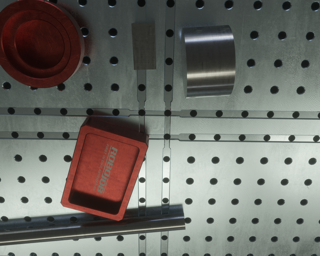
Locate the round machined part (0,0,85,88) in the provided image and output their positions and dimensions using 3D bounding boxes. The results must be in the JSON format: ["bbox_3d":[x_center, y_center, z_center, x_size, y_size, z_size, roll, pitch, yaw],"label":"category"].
[{"bbox_3d":[-0.138,-0.100,0.366,0.099,0.042,0.097,0,110,-1],"label":"round machined part"}]

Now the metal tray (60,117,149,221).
[{"bbox_3d":[-0.077,0.060,0.431,0.091,0.030,0.129,17,109,-7],"label":"metal tray"}]

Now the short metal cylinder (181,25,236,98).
[{"bbox_3d":[0.053,-0.076,0.357,0.050,0.080,0.079,-4,110,1],"label":"short metal cylinder"}]

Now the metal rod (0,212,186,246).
[{"bbox_3d":[-0.113,0.154,0.468,0.302,0.025,0.025,-5,110,1],"label":"metal rod"}]

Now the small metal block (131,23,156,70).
[{"bbox_3d":[-0.018,-0.098,0.364,0.025,0.050,0.050,-2,110,0],"label":"small metal block"}]
